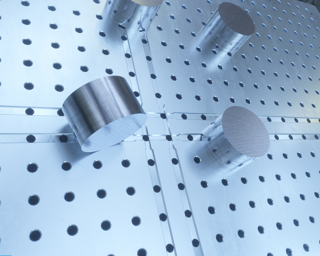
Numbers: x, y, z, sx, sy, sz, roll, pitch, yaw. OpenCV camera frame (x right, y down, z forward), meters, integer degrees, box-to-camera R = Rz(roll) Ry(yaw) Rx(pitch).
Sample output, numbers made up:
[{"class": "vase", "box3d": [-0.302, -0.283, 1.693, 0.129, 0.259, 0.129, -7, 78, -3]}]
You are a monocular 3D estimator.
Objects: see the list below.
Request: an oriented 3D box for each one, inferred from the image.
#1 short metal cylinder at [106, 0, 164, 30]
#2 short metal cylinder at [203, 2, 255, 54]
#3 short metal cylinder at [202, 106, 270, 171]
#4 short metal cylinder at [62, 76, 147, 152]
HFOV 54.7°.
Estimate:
[{"class": "short metal cylinder", "box3d": [-0.041, -0.205, 0.497, 0.081, 0.050, 0.080, 14, 56, -21]}, {"class": "short metal cylinder", "box3d": [0.128, -0.186, 0.577, 0.081, 0.050, 0.080, 14, 56, -21]}, {"class": "short metal cylinder", "box3d": [0.108, 0.015, 0.443, 0.081, 0.050, 0.080, 14, 56, -21]}, {"class": "short metal cylinder", "box3d": [-0.062, -0.015, 0.350, 0.081, 0.080, 0.050, -20, 73, -36]}]
